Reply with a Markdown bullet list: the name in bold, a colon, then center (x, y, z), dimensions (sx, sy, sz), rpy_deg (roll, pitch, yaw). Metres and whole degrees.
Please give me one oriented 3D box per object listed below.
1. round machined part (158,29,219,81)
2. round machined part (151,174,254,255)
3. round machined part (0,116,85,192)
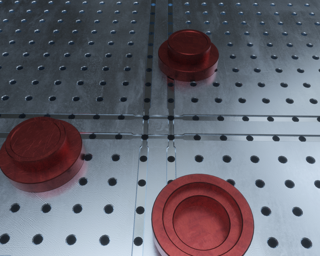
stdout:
- **round machined part**: center (0.046, -0.123, 0.500), dimensions (0.099, 0.042, 0.098), rpy_deg (0, 50, 0)
- **round machined part**: center (0.041, 0.099, 0.314), dimensions (0.099, 0.042, 0.098), rpy_deg (0, 50, 0)
- **round machined part**: center (-0.145, 0.024, 0.376), dimensions (0.099, 0.042, 0.098), rpy_deg (0, 50, 0)
